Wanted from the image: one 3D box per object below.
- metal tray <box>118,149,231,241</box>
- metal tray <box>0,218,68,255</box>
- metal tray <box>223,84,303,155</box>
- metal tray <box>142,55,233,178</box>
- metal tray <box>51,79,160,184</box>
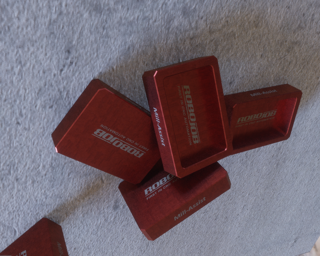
[{"bbox_3d":[0.018,0.079,0.424,0.131,0.090,0.030,-32,131,-8],"label":"metal tray"},{"bbox_3d":[-0.152,0.184,0.371,0.090,0.130,0.030,-40,130,-2],"label":"metal tray"},{"bbox_3d":[0.152,-0.014,0.480,0.131,0.030,0.089,-12,124,-22],"label":"metal tray"},{"bbox_3d":[0.037,-0.015,0.380,0.091,0.030,0.129,-20,106,-26],"label":"metal tray"},{"bbox_3d":[-0.052,0.010,0.383,0.130,0.030,0.090,32,101,-39],"label":"metal tray"}]
